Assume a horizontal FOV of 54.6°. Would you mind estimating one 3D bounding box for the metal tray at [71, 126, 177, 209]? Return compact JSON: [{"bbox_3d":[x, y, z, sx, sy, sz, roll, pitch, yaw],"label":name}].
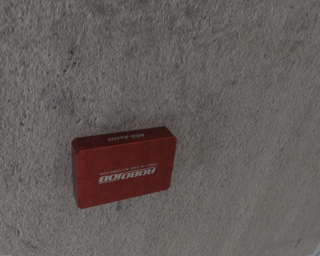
[{"bbox_3d":[-0.046,0.050,0.409,0.131,0.030,0.089,-8,122,-25],"label":"metal tray"}]
